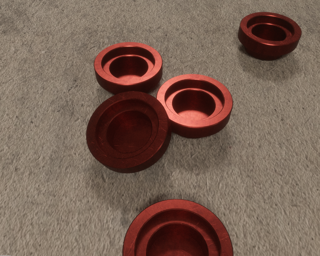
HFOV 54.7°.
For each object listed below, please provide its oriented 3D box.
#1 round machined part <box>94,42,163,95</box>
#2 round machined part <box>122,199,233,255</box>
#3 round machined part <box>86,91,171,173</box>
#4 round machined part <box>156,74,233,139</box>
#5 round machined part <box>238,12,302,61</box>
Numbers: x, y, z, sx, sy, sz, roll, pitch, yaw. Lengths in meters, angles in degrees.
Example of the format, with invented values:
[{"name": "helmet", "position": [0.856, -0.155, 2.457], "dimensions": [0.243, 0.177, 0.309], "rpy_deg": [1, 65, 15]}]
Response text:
[{"name": "round machined part", "position": [-0.046, -0.082, 0.460], "dimensions": [0.099, 0.042, 0.098], "rpy_deg": [0, 50, 0]}, {"name": "round machined part", "position": [0.016, 0.121, 0.291], "dimensions": [0.099, 0.042, 0.098], "rpy_deg": [0, 50, 0]}, {"name": "round machined part", "position": [-0.034, 0.008, 0.373], "dimensions": [0.098, 0.042, 0.098], "rpy_deg": [-5, 64, 11]}, {"name": "round machined part", "position": [0.044, -0.024, 0.413], "dimensions": [0.099, 0.042, 0.098], "rpy_deg": [0, 50, 0]}, {"name": "round machined part", "position": [0.181, -0.151, 0.521], "dimensions": [0.099, 0.042, 0.098], "rpy_deg": [0, 50, 0]}]
